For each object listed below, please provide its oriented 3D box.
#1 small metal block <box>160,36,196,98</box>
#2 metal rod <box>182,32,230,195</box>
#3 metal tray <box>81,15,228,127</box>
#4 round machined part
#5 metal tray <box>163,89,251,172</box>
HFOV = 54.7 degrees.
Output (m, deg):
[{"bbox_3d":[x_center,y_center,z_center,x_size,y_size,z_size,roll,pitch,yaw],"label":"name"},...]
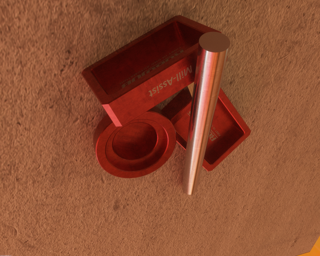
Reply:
[{"bbox_3d":[0.029,-0.070,0.360,0.025,0.050,0.050,-35,144,-2],"label":"small metal block"},{"bbox_3d":[0.046,0.013,0.374,0.025,0.025,0.299,-24,149,-14],"label":"metal rod"},{"bbox_3d":[-0.009,-0.065,0.322,0.131,0.090,0.030,-33,129,-8],"label":"metal tray"},{"bbox_3d":[-0.033,0.011,0.383,0.099,0.042,0.097,-11,125,-15],"label":"round machined part"},{"bbox_3d":[0.066,-0.003,0.441,0.090,0.030,0.130,-44,130,2],"label":"metal tray"}]
